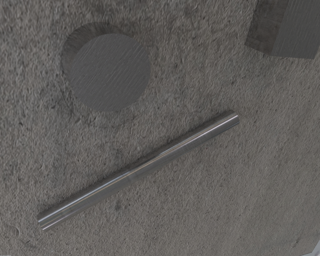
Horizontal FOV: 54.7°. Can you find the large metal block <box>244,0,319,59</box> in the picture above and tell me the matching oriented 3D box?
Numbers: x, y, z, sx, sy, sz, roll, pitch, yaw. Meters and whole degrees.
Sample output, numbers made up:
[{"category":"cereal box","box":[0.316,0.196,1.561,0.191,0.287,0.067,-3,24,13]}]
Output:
[{"category":"large metal block","box":[0.167,-0.137,0.397,0.081,0.050,0.079,-3,120,-27]}]

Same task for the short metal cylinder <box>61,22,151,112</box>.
[{"category":"short metal cylinder","box":[-0.057,-0.064,0.321,0.081,0.050,0.079,-14,124,-21]}]

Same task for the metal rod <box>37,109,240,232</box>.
[{"category":"metal rod","box":[-0.021,0.053,0.428,0.302,0.025,0.025,-28,128,-11]}]
